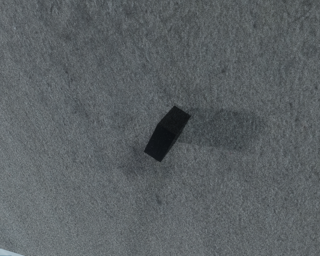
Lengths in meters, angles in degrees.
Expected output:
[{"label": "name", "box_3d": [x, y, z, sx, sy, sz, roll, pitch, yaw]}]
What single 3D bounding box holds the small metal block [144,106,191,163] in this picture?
[{"label": "small metal block", "box_3d": [0.010, 0.007, 0.391, 0.025, 0.050, 0.050, 33, 129, 7]}]
